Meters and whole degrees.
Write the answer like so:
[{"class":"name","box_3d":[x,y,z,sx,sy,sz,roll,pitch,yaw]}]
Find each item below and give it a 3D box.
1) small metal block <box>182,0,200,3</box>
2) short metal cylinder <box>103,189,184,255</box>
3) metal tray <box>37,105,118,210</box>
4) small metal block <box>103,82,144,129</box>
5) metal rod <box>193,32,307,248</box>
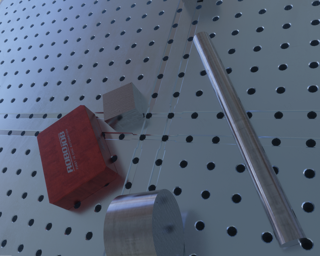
[{"class":"small metal block","box_3d":[0.055,-0.238,0.508,0.050,0.050,0.025,4,64,30]},{"class":"short metal cylinder","box_3d":[-0.013,0.105,0.314,0.050,0.080,0.080,-13,57,21]},{"class":"metal tray","box_3d":[-0.123,0.038,0.444,0.090,0.030,0.130,-33,52,6]},{"class":"small metal block","box_3d":[-0.055,-0.033,0.456,0.050,0.025,0.050,-21,54,15]},{"class":"metal rod","box_3d":[0.091,-0.014,0.368,0.025,0.025,0.299,-24,53,13]}]
